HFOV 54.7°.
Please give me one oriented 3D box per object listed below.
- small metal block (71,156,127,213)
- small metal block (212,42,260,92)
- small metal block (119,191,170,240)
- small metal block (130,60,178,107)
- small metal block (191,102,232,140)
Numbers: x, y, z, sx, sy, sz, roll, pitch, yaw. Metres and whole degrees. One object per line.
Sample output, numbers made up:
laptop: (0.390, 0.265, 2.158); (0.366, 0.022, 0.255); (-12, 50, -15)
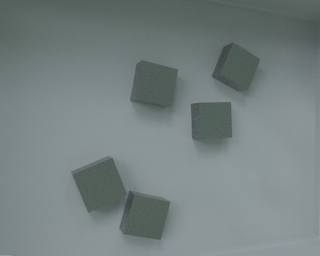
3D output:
small metal block: (-0.075, 0.068, 0.383); (0.050, 0.025, 0.050); (-23, 98, -19)
small metal block: (0.111, -0.088, 0.451); (0.050, 0.025, 0.050); (26, 82, -18)
small metal block: (-0.020, 0.113, 0.403); (0.050, 0.025, 0.050); (17, 85, -19)
small metal block: (-0.008, -0.057, 0.407); (0.050, 0.025, 0.050); (10, 87, -20)
small metal block: (0.073, -0.010, 0.437); (0.050, 0.025, 0.050); (-3, 91, -20)
